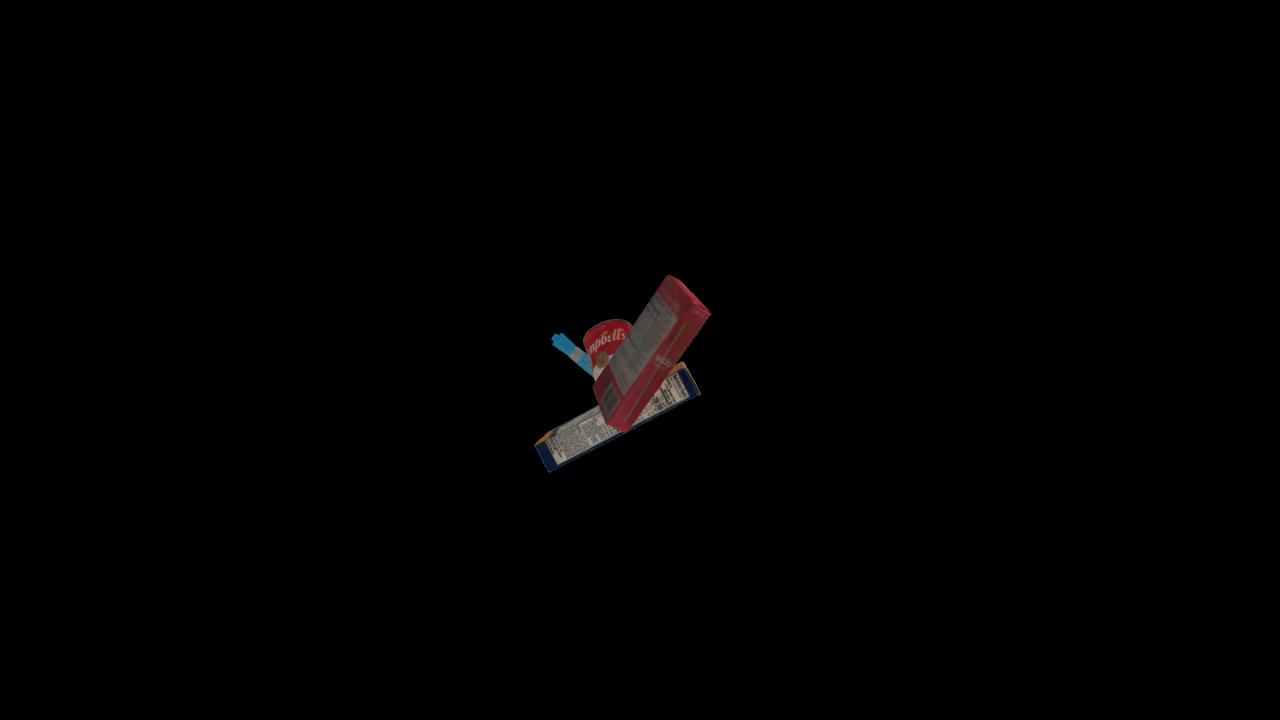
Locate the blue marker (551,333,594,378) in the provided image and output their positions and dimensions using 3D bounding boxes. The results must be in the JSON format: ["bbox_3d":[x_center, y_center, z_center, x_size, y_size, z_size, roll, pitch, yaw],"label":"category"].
[{"bbox_3d":[-0.060,0.008,0.756,0.121,0.020,0.020,40,-17,-22],"label":"blue marker"}]

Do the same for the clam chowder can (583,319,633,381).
[{"bbox_3d":[-0.026,0.010,0.756,0.068,0.102,0.068,-14,-31,-9],"label":"clam chowder can"}]

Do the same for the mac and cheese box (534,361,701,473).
[{"bbox_3d":[-0.023,0.061,0.692,0.184,0.041,0.093,-28,0,4],"label":"mac and cheese box"}]

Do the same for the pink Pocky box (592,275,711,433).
[{"bbox_3d":[0.008,-0.008,0.641,0.029,0.155,0.084,27,16,-26],"label":"pink Pocky box"}]
